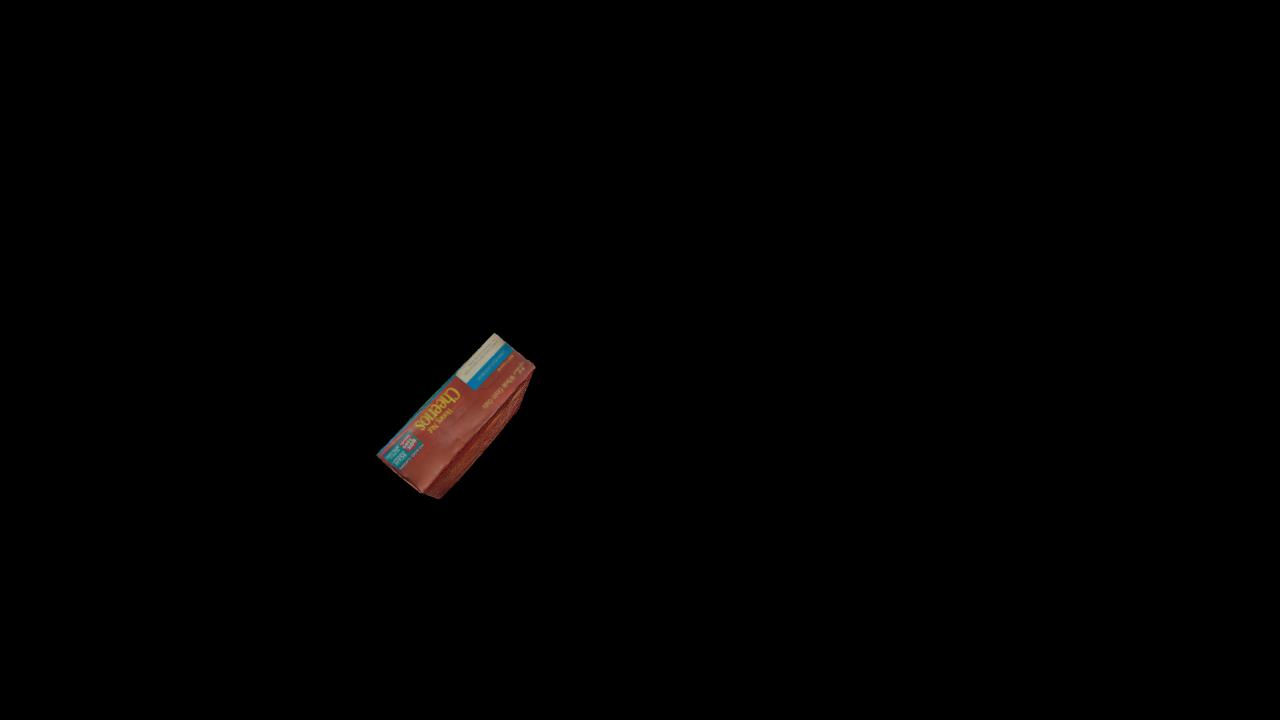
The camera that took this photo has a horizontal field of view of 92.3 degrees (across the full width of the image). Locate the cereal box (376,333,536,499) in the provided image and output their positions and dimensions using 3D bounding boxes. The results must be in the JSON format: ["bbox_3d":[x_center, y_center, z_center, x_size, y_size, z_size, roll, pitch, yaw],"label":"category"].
[{"bbox_3d":[-0.251,0.093,0.870,0.081,0.203,0.306,40,-19,-2],"label":"cereal box"}]
